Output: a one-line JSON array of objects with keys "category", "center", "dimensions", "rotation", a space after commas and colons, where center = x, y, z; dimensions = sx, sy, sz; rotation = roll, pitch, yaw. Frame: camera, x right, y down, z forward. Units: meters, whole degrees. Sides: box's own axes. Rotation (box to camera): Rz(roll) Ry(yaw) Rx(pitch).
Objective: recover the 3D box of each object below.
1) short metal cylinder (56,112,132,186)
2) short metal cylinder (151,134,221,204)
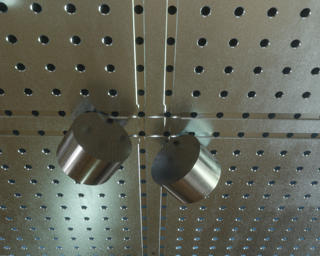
[{"category": "short metal cylinder", "center": [-0.084, 0.026, 0.397], "dimensions": [0.080, 0.080, 0.050], "rotation": [26, 125, -21]}, {"category": "short metal cylinder", "center": [0.035, 0.055, 0.423], "dimensions": [0.080, 0.080, 0.050], "rotation": [-31, 124, 23]}]
